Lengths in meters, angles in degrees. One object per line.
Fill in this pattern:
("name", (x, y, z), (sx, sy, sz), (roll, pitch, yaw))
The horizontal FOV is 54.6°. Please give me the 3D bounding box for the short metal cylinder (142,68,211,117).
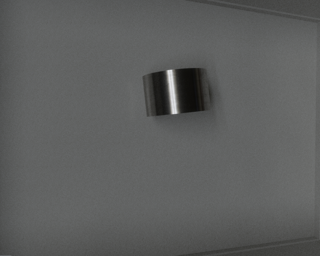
("short metal cylinder", (0.021, -0.043, 0.389), (0.081, 0.080, 0.050), (-7, 93, -20))
